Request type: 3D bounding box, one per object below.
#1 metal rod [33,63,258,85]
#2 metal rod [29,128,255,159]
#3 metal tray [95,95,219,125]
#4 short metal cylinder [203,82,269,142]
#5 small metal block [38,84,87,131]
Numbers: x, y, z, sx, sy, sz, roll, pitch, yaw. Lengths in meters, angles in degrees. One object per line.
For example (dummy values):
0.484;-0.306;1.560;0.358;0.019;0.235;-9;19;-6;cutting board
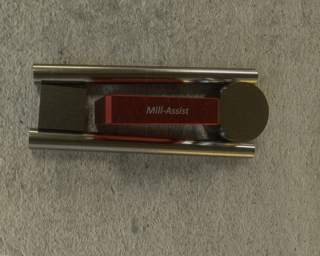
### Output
-0.004;-0.069;0.409;0.303;0.025;0.025;-3;91;-20;metal rod
-0.008;0.023;0.407;0.302;0.025;0.025;4;89;-20;metal rod
-0.007;-0.019;0.372;0.131;0.090;0.030;0;90;-20;metal tray
0.103;-0.022;0.434;0.081;0.050;0.079;0;90;-20;short metal cylinder
-0.116;-0.023;0.368;0.050;0.025;0.050;5;89;-20;small metal block
